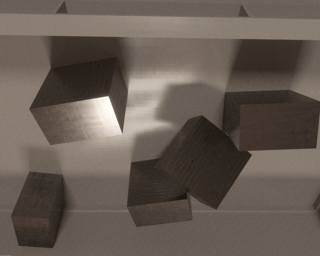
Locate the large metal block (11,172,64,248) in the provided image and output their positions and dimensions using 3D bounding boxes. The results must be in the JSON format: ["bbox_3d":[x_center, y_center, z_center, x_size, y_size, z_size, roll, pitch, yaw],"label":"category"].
[{"bbox_3d":[-0.184,0.126,0.478,0.050,0.080,0.079,7,130,-6],"label":"large metal block"}]

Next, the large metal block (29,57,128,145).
[{"bbox_3d":[-0.084,-0.032,0.345,0.080,0.080,0.050,-8,130,6],"label":"large metal block"}]

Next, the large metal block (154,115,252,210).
[{"bbox_3d":[0.052,0.042,0.389,0.080,0.050,0.080,38,78,-8],"label":"large metal block"}]

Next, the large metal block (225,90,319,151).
[{"bbox_3d":[0.123,-0.012,0.356,0.081,0.080,0.050,-2,106,1],"label":"large metal block"}]

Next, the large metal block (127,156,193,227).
[{"bbox_3d":[0.001,0.090,0.450,0.080,0.080,0.050,-9,130,7],"label":"large metal block"}]
